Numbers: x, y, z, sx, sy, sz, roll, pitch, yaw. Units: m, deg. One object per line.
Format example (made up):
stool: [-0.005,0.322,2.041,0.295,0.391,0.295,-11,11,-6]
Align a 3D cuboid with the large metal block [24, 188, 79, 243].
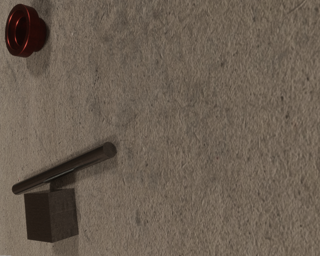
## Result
large metal block: [-0.192,0.151,0.543,0.080,0.050,0.080,-12,83,39]

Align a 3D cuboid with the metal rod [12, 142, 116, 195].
metal rod: [-0.185,0.080,0.554,0.299,0.025,0.025,-23,76,37]

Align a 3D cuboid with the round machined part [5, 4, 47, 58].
round machined part: [-0.258,-0.186,0.603,0.098,0.042,0.097,0,90,39]
